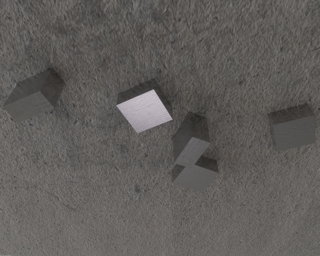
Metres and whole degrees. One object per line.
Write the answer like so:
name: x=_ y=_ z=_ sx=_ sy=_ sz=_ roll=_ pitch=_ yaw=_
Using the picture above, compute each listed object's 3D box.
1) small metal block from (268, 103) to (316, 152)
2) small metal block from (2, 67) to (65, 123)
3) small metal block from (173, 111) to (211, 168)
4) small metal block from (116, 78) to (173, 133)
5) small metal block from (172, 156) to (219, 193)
small metal block: x=0.174 y=0.000 z=0.409 sx=0.050 sy=0.025 sz=0.050 roll=-15 pitch=129 yaw=12
small metal block: x=-0.143 y=-0.038 z=0.356 sx=0.050 sy=0.050 sz=0.025 roll=-19 pitch=128 yaw=15
small metal block: x=0.040 y=0.015 z=0.404 sx=0.025 sy=0.050 sz=0.050 roll=19 pitch=128 yaw=-15
small metal block: x=-0.018 y=-0.027 z=0.384 sx=0.050 sy=0.025 sz=0.050 roll=-21 pitch=127 yaw=17
small metal block: x=0.052 y=0.066 z=0.464 sx=0.050 sy=0.025 sz=0.050 roll=21 pitch=127 yaw=-17
